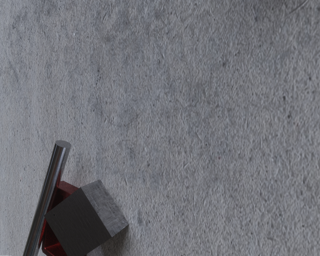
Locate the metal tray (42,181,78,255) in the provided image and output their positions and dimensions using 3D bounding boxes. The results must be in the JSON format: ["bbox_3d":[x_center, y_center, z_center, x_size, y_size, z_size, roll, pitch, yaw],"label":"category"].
[{"bbox_3d":[-0.163,0.167,0.536,0.090,0.030,0.129,12,98,39],"label":"metal tray"}]

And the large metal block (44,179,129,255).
[{"bbox_3d":[-0.108,0.135,0.455,0.080,0.050,0.080,-38,80,18],"label":"large metal block"}]

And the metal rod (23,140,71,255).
[{"bbox_3d":[-0.205,0.158,0.534,0.025,0.025,0.298,34,111,35],"label":"metal rod"}]
